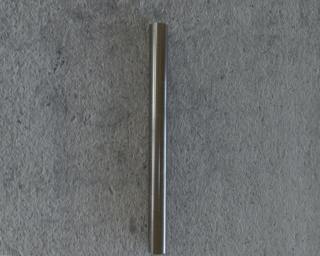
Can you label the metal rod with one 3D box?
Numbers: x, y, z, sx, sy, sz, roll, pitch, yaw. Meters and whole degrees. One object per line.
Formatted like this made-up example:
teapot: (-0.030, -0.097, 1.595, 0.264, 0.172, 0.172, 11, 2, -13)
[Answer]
metal rod: (-0.003, 0.014, 0.410, 0.025, 0.025, 0.298, 0, 90, -20)
